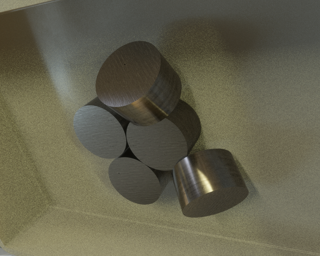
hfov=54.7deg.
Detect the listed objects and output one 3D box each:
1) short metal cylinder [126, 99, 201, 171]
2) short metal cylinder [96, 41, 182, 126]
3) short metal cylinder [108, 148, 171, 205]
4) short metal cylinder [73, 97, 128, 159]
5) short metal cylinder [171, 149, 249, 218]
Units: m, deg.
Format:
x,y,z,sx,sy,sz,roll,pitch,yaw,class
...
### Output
x,y,z,sx,sy,sz,roll,pitch,yaw,class
0.005,0.006,0.390,0.080,0.050,0.079,13,124,20,short metal cylinder
-0.023,-0.048,0.343,0.080,0.080,0.050,-3,155,29,short metal cylinder
-0.025,0.061,0.439,0.080,0.050,0.079,13,124,20,short metal cylinder
-0.069,-0.005,0.421,0.080,0.050,0.079,13,124,20,short metal cylinder
0.059,0.068,0.374,0.081,0.050,0.080,-12,145,-8,short metal cylinder
